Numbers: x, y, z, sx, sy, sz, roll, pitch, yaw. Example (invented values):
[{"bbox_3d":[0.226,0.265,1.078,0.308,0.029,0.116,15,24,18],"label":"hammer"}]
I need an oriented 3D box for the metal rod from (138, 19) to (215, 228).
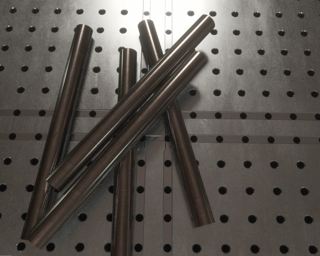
[{"bbox_3d":[0.016,-0.020,0.419,0.025,0.025,0.299,-14,71,-5],"label":"metal rod"}]

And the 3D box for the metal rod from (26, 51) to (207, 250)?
[{"bbox_3d":[-0.042,0.015,0.378,0.025,0.025,0.301,37,74,12],"label":"metal rod"}]

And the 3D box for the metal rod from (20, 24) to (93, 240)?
[{"bbox_3d":[-0.131,-0.008,0.413,0.025,0.025,0.299,7,70,2],"label":"metal rod"}]

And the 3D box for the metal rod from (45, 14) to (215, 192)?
[{"bbox_3d":[-0.028,-0.042,0.399,0.025,0.025,0.301,38,74,12],"label":"metal rod"}]

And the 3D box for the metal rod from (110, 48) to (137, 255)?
[{"bbox_3d":[-0.045,0.031,0.399,0.025,0.025,0.299,0,70,-1],"label":"metal rod"}]
